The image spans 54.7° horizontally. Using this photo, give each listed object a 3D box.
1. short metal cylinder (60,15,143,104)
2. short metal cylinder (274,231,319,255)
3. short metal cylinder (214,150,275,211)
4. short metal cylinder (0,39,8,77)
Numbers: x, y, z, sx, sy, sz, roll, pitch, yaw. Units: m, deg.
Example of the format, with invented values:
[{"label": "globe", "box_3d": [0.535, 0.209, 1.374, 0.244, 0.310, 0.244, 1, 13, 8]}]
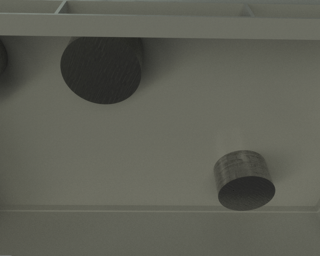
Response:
[{"label": "short metal cylinder", "box_3d": [-0.059, -0.072, 0.331, 0.081, 0.050, 0.079, 0, 130, 0]}, {"label": "short metal cylinder", "box_3d": [0.272, 0.246, 0.607, 0.081, 0.050, 0.079, 0, 130, 0]}, {"label": "short metal cylinder", "box_3d": [0.123, 0.079, 0.461, 0.081, 0.050, 0.079, 0, 130, 0]}, {"label": "short metal cylinder", "box_3d": [-0.214, -0.072, 0.329, 0.081, 0.050, 0.079, 0, 130, 0]}]
